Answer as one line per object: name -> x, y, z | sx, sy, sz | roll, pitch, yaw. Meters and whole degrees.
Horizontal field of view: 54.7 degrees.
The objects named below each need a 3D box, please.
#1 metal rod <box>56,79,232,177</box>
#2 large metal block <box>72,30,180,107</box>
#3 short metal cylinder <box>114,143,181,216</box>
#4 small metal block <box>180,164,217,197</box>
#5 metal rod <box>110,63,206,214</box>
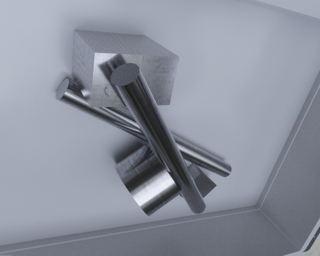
metal rod -> 0.002, 0.014, 0.419 | 0.301, 0.025, 0.025 | 28, 103, -38
large metal block -> -0.039, -0.062, 0.314 | 0.081, 0.080, 0.050 | -4, 120, -27
short metal cylinder -> -0.016, 0.067, 0.404 | 0.050, 0.080, 0.080 | -35, 129, -6
small metal block -> 0.055, 0.091, 0.496 | 0.050, 0.025, 0.050 | -44, 130, 2
metal rod -> 0.016, 0.039, 0.366 | 0.025, 0.025, 0.299 | -35, 142, -6
